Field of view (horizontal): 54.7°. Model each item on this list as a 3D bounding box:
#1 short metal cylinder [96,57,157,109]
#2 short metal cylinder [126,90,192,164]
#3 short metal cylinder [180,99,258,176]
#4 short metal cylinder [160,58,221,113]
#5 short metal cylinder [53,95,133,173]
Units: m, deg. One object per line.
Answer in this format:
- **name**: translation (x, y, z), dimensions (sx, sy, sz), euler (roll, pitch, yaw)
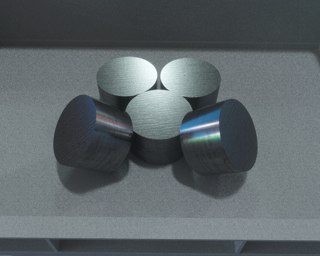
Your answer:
- **short metal cylinder**: translation (-0.044, -0.054, 0.430), dimensions (0.081, 0.050, 0.080), euler (0, 50, 0)
- **short metal cylinder**: translation (-0.001, -0.002, 0.386), dimensions (0.081, 0.050, 0.080), euler (0, 50, 0)
- **short metal cylinder**: translation (0.068, 0.012, 0.350), dimensions (0.050, 0.080, 0.080), euler (-15, 37, 41)
- **short metal cylinder**: translation (0.041, -0.053, 0.432), dimensions (0.081, 0.050, 0.080), euler (0, 50, 0)
- **short metal cylinder**: translation (-0.077, 0.008, 0.352), dimensions (0.050, 0.080, 0.080), euler (22, 33, -44)
